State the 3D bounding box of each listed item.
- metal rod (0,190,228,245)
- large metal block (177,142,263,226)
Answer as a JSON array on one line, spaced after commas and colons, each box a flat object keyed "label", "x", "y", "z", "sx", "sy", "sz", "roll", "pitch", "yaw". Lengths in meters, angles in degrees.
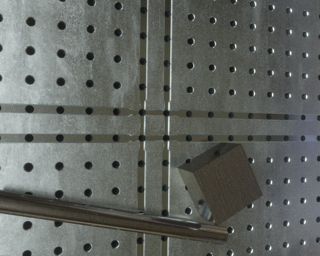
[{"label": "metal rod", "x": -0.046, "y": 0.118, "z": 0.396, "sx": 0.302, "sy": 0.025, "sz": 0.025, "roll": 15, "pitch": 85, "yaw": -20}, {"label": "large metal block", "x": 0.083, "y": 0.074, "z": 0.432, "sx": 0.081, "sy": 0.050, "sz": 0.080, "roll": -28, "pitch": 100, "yaw": -18}]
